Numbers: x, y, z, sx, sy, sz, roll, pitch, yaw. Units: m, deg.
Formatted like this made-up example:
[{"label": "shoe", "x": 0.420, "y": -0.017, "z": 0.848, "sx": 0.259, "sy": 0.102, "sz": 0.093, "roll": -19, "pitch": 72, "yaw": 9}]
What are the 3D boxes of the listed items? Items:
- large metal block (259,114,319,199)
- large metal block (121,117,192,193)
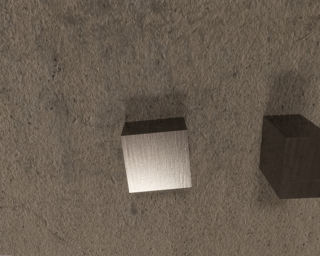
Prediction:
[{"label": "large metal block", "x": 0.167, "y": 0.033, "z": 0.395, "sx": 0.050, "sy": 0.080, "sz": 0.079, "roll": -2, "pitch": 110, "yaw": 0}, {"label": "large metal block", "x": -0.004, "y": 0.034, "z": 0.409, "sx": 0.080, "sy": 0.050, "sz": 0.079, "roll": -5, "pitch": 110, "yaw": 1}]
